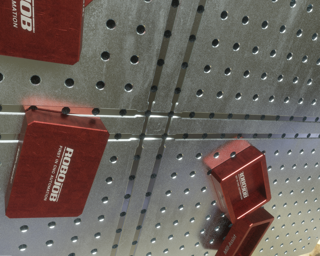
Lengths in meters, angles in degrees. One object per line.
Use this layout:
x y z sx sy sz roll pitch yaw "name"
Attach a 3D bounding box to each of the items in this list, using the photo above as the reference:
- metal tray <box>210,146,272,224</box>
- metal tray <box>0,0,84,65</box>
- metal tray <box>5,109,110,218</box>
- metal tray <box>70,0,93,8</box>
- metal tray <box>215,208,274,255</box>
0.147 0.103 0.550 0.090 0.030 0.130 -30 128 -9 "metal tray"
-0.106 -0.120 0.246 0.091 0.030 0.129 6 126 -12 "metal tray"
-0.124 0.047 0.369 0.091 0.030 0.129 9 114 -32 "metal tray"
-0.055 -0.181 0.265 0.130 0.030 0.090 -42 129 1 "metal tray"
0.169 0.227 0.628 0.091 0.030 0.129 4 117 -42 "metal tray"
